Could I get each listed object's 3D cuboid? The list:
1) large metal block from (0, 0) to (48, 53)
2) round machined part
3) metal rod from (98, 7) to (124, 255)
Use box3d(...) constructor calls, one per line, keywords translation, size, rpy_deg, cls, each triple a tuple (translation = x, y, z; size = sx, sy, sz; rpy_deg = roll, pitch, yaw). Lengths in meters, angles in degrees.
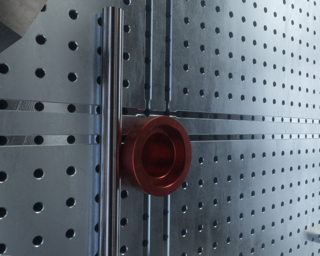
box3d(translation=(-0.147, -0.110, 0.250), size=(0.080, 0.080, 0.050), rpy_deg=(36, 68, -34), cls="large metal block")
box3d(translation=(-0.008, 0.034, 0.389), size=(0.099, 0.042, 0.097), rpy_deg=(0, 90, -43), cls="round machined part")
box3d(translation=(-0.057, 0.012, 0.360), size=(0.025, 0.025, 0.298), rpy_deg=(1, 89, -40), cls="metal rod")
